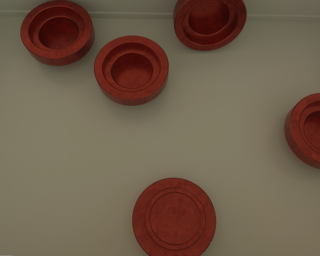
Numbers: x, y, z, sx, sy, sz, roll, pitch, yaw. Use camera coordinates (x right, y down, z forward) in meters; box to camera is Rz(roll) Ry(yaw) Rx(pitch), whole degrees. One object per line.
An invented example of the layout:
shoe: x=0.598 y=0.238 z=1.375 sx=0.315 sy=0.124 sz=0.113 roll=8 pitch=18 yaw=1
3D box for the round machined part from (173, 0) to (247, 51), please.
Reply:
round machined part: x=0.067 y=-0.159 z=0.432 sx=0.099 sy=0.098 sz=0.042 roll=-4 pitch=55 yaw=-2

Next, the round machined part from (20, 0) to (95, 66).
round machined part: x=-0.143 y=-0.131 z=0.447 sx=0.099 sy=0.042 sz=0.098 roll=0 pitch=70 yaw=-1

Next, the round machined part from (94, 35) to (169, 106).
round machined part: x=-0.038 y=-0.075 z=0.428 sx=0.099 sy=0.042 sz=0.098 roll=0 pitch=70 yaw=-1

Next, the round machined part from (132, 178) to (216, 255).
round machined part: x=0.017 y=0.106 z=0.362 sx=0.099 sy=0.042 sz=0.098 roll=0 pitch=70 yaw=-1

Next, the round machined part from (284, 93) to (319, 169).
round machined part: x=0.210 y=0.007 z=0.401 sx=0.099 sy=0.042 sz=0.098 roll=0 pitch=70 yaw=-1
